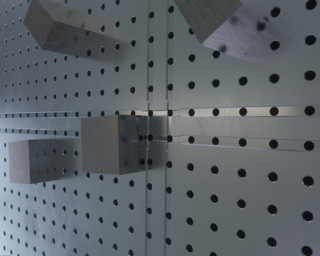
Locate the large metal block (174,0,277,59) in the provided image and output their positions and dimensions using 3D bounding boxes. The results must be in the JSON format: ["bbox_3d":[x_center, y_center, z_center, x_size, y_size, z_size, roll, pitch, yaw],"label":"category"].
[{"bbox_3d":[0.064,-0.125,0.322,0.050,0.081,0.080,-40,66,33],"label":"large metal block"}]

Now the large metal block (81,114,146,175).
[{"bbox_3d":[-0.069,0.023,0.451,0.080,0.050,0.080,-3,88,40],"label":"large metal block"}]

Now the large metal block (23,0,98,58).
[{"bbox_3d":[-0.163,-0.165,0.510,0.080,0.081,0.050,50,119,28],"label":"large metal block"}]

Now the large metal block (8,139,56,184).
[{"bbox_3d":[-0.249,0.064,0.601,0.080,0.050,0.080,-7,86,40],"label":"large metal block"}]
